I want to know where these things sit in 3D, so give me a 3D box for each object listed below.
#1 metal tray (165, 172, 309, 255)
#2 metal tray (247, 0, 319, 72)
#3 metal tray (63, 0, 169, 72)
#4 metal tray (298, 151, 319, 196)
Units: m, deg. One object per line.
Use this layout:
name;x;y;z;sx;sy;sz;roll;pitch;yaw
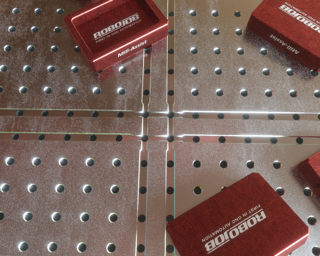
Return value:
metal tray;0.084;0.118;0.349;0.131;0.030;0.090;-28;50;-10
metal tray;0.212;-0.155;0.467;0.130;0.030;0.090;38;74;13
metal tray;-0.064;-0.152;0.464;0.131;0.030;0.090;-30;73;-11
metal tray;0.251;0.075;0.383;0.090;0.030;0.130;-29;73;-10
